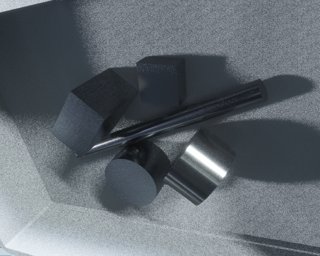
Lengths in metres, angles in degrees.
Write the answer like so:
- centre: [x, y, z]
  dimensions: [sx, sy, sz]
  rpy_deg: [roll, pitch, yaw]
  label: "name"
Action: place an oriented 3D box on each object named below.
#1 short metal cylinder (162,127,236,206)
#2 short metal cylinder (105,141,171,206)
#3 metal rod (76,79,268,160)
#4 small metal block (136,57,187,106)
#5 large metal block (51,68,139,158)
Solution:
- centre: [0.046, 0.046, 0.375]
  dimensions: [0.050, 0.080, 0.079]
  rpy_deg: [37, 129, 3]
  label: "short metal cylinder"
- centre: [-0.031, 0.064, 0.444]
  dimensions: [0.080, 0.050, 0.079]
  rpy_deg: [13, 124, 20]
  label: "short metal cylinder"
- centre: [-0.009, -0.001, 0.410]
  dimensions: [0.300, 0.025, 0.025]
  rpy_deg: [-19, 109, 35]
  label: "metal rod"
- centre: [0.003, -0.056, 0.369]
  dimensions: [0.050, 0.025, 0.050]
  rpy_deg: [8, 122, 23]
  label: "small metal block"
- centre: [-0.084, -0.021, 0.402]
  dimensions: [0.050, 0.080, 0.080]
  rpy_deg: [40, 129, 1]
  label: "large metal block"
